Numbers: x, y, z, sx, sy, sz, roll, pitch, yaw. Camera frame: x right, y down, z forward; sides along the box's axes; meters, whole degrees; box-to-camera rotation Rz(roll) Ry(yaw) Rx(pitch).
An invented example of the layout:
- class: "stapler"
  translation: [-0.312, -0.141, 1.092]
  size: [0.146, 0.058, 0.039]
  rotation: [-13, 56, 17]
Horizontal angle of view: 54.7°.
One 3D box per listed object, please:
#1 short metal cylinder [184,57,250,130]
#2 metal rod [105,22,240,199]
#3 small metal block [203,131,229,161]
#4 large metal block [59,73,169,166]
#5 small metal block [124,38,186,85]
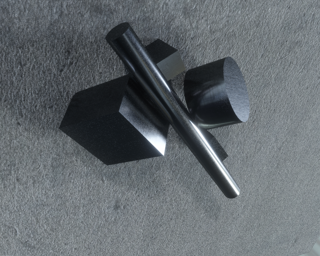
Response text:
- class: "short metal cylinder"
  translation: [0.071, -0.041, 0.380]
  size: [0.050, 0.080, 0.080]
  rotation: [-14, 139, 32]
- class: "metal rod"
  translation: [0.035, 0.005, 0.367]
  size: [0.025, 0.025, 0.300]
  rotation: [-40, 130, -1]
- class: "small metal block"
  translation: [0.064, 0.021, 0.438]
  size: [0.025, 0.050, 0.050]
  rotation: [-42, 130, 0]
- class: "large metal block"
  translation: [-0.047, -0.005, 0.342]
  size: [0.080, 0.050, 0.080]
  rotation: [-13, 138, 30]
- class: "small metal block"
  translation: [-0.008, -0.071, 0.346]
  size: [0.050, 0.050, 0.025]
  rotation: [-34, 129, -7]
